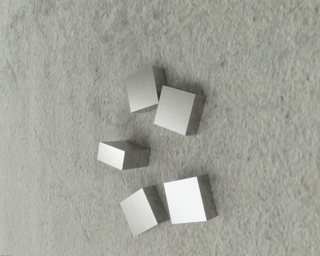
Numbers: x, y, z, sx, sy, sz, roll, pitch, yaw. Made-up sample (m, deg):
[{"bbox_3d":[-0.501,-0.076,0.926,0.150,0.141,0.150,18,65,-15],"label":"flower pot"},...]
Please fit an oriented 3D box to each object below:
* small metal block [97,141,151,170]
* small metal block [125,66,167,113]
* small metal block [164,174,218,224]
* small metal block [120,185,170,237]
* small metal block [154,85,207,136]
[{"bbox_3d":[-0.049,0.036,0.427,0.050,0.050,0.025,16,100,38],"label":"small metal block"},{"bbox_3d":[-0.017,-0.050,0.417,0.050,0.025,0.050,-16,80,38],"label":"small metal block"},{"bbox_3d":[0.036,0.086,0.374,0.050,0.025,0.050,-19,78,38],"label":"small metal block"},{"bbox_3d":[-0.021,0.113,0.421,0.050,0.025,0.050,-39,67,33],"label":"small metal block"},{"bbox_3d":[0.024,-0.022,0.383,0.050,0.025,0.050,21,103,37],"label":"small metal block"}]
